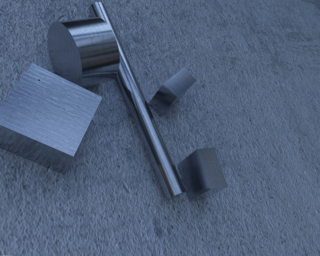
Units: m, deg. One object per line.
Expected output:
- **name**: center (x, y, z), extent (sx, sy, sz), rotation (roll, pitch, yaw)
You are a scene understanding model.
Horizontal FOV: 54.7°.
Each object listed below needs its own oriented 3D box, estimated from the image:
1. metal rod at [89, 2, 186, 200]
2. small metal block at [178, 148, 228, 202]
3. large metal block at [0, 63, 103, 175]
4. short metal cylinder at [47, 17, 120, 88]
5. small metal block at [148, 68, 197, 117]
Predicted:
- **metal rod**: center (-0.037, -0.049, 0.414), extent (0.025, 0.025, 0.299), rotation (-11, 67, -33)
- **small metal block**: center (0.051, 0.058, 0.382), extent (0.025, 0.050, 0.050), rotation (-2, 63, -30)
- **large metal block**: center (-0.119, -0.009, 0.330), extent (0.080, 0.050, 0.080), rotation (26, 52, -13)
- **short metal cylinder**: center (-0.093, -0.090, 0.374), extent (0.050, 0.080, 0.080), rotation (-24, 75, -37)
- **small metal block**: center (0.017, -0.049, 0.429), extent (0.025, 0.050, 0.050), rotation (45, 51, 2)
